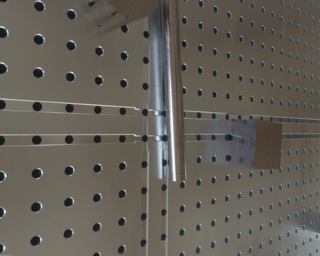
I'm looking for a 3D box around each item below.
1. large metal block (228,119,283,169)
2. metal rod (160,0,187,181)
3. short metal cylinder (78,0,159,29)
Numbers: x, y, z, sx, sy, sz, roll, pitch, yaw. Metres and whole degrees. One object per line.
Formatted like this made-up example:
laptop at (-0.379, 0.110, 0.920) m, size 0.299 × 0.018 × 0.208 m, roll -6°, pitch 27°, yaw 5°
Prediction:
large metal block at (0.166, 0.029, 0.535) m, size 0.081 × 0.050 × 0.080 m, roll 7°, pitch 86°, yaw -40°
metal rod at (0.018, -0.077, 0.425) m, size 0.025 × 0.025 × 0.298 m, roll -5°, pitch 93°, yaw -40°
short metal cylinder at (-0.047, -0.159, 0.354) m, size 0.081 × 0.050 × 0.079 m, roll 0°, pitch 90°, yaw -40°
